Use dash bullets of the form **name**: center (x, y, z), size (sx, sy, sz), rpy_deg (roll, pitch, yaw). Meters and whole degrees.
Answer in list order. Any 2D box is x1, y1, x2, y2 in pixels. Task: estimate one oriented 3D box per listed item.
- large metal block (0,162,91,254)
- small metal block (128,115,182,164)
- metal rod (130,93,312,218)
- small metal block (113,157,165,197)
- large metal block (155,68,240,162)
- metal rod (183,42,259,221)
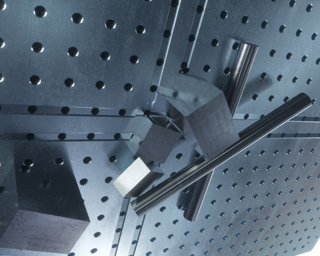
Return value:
- **large metal block**: center (-0.137, 0.093, 0.358), size (0.080, 0.080, 0.050), rpy_deg (25, 105, -37)
- **small metal block**: center (-0.007, 0.016, 0.417), size (0.050, 0.025, 0.050), rpy_deg (19, 108, -36)
- **metal rod**: center (0.092, 0.036, 0.449), size (0.301, 0.025, 0.025), rpy_deg (-32, 129, -7)
- **small metal block**: center (-0.028, 0.069, 0.424), size (0.050, 0.025, 0.050), rpy_deg (-45, 156, 7)
- **large metal block**: center (0.047, -0.018, 0.390), size (0.050, 0.080, 0.080), rpy_deg (-35, 129, -6)
- **metal rod**: center (0.085, 0.021, 0.470), size (0.025, 0.025, 0.298), rpy_deg (0, 119, -28)
